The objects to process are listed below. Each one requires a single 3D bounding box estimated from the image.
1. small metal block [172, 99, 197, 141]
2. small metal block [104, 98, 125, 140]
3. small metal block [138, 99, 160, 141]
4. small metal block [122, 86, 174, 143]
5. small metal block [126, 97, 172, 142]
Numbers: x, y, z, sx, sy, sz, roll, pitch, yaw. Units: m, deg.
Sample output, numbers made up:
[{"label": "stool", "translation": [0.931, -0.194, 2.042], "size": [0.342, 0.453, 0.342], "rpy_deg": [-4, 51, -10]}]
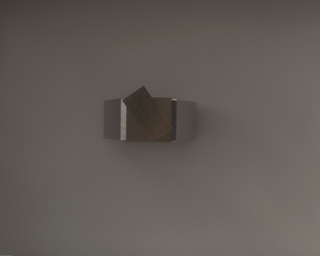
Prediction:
[{"label": "small metal block", "translation": [0.023, -0.009, 0.395], "size": [0.025, 0.050, 0.050], "rpy_deg": [1, 90, 34]}, {"label": "small metal block", "translation": [-0.050, -0.011, 0.394], "size": [0.025, 0.050, 0.050], "rpy_deg": [1, 90, -34]}, {"label": "small metal block", "translation": [-0.013, -0.009, 0.397], "size": [0.025, 0.050, 0.050], "rpy_deg": [1, 90, 0]}, {"label": "small metal block", "translation": [-0.011, -0.013, 0.321], "size": [0.025, 0.050, 0.050], "rpy_deg": [-35, 90, 1]}, {"label": "small metal block", "translation": [-0.013, -0.009, 0.359], "size": [0.050, 0.025, 0.050], "rpy_deg": [1, 90, 0]}]
